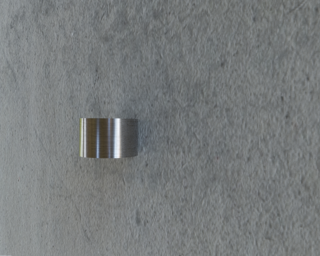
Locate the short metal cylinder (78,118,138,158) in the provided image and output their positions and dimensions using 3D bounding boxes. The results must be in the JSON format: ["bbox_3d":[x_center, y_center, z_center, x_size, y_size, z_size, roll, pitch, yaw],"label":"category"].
[{"bbox_3d":[-0.070,0.012,0.425,0.080,0.081,0.050,1,91,39],"label":"short metal cylinder"}]
